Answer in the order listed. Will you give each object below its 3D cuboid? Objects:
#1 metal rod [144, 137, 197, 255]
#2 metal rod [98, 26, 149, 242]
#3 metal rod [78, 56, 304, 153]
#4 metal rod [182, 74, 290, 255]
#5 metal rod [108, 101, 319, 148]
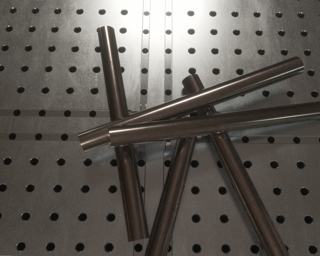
[{"bbox_3d":[0.002,0.125,0.365,0.025,0.025,0.299,15,70,5],"label":"metal rod"},{"bbox_3d":[-0.053,-0.007,0.413,0.025,0.025,0.299,-10,70,-4],"label":"metal rod"},{"bbox_3d":[0.045,-0.033,0.396,0.302,0.025,0.025,-20,72,-8],"label":"metal rod"},{"bbox_3d":[0.099,0.061,0.390,0.025,0.025,0.299,-21,72,-8],"label":"metal rod"},{"bbox_3d":[0.088,-0.008,0.390,0.302,0.025,0.025,-7,70,-13],"label":"metal rod"}]
